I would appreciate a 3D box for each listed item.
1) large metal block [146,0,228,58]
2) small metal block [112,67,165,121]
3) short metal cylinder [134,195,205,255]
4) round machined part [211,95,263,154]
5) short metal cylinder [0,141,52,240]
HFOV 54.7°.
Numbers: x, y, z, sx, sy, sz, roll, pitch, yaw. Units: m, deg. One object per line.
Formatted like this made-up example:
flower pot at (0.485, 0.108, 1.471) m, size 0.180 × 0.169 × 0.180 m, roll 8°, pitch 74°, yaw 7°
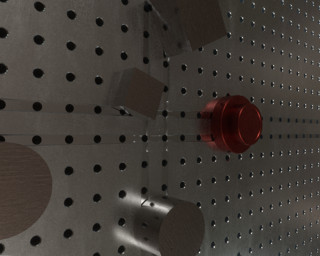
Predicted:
large metal block at (0.039, -0.152, 0.428) m, size 0.081 × 0.050 × 0.080 m, roll -33°, pitch 111°, yaw -35°
small metal block at (-0.026, -0.041, 0.389) m, size 0.050 × 0.025 × 0.050 m, roll 25°, pitch 75°, yaw -38°
short metal cylinder at (0.013, 0.132, 0.406) m, size 0.081 × 0.050 × 0.079 m, roll 0°, pitch 90°, yaw -40°
round machined part at (0.133, -0.006, 0.513) m, size 0.099 × 0.042 × 0.097 m, roll 0°, pitch 90°, yaw -40°
short metal cylinder at (-0.144, 0.051, 0.273) m, size 0.081 × 0.050 × 0.079 m, roll 0°, pitch 90°, yaw -40°
